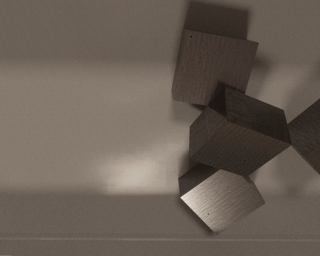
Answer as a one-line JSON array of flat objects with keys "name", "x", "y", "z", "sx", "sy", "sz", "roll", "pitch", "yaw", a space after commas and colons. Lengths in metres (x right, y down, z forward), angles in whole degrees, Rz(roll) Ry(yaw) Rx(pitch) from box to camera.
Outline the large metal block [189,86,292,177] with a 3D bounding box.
[{"name": "large metal block", "x": 0.089, "y": 0.008, "z": 0.361, "sx": 0.081, "sy": 0.050, "sz": 0.080, "roll": 19, "pitch": 139, "yaw": -16}]

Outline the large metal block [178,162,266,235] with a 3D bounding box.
[{"name": "large metal block", "x": 0.083, "y": 0.087, "z": 0.431, "sx": 0.080, "sy": 0.050, "sz": 0.080, "roll": -38, "pitch": 106, "yaw": 13}]

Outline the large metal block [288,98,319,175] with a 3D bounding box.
[{"name": "large metal block", "x": 0.211, "y": 0.009, "z": 0.389, "sx": 0.080, "sy": 0.080, "sz": 0.050, "roll": -42, "pitch": 105, "yaw": 13}]

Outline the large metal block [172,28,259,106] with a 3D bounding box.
[{"name": "large metal block", "x": 0.062, "y": -0.071, "z": 0.373, "sx": 0.081, "sy": 0.050, "sz": 0.079, "roll": 9, "pitch": 110, "yaw": -4}]
